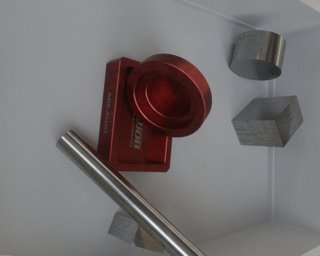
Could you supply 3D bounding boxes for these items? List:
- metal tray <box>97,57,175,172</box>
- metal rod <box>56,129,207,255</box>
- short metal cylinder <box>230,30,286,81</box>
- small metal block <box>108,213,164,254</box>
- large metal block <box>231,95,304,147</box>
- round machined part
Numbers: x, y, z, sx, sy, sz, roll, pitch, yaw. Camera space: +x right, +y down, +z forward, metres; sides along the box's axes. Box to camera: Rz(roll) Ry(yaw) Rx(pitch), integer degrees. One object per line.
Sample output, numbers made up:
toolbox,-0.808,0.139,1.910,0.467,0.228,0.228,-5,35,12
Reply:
metal tray,-0.026,-0.012,0.383,0.091,0.030,0.129,9,85,-40
metal rod,0.009,0.113,0.322,0.300,0.025,0.025,43,59,2
short metal cylinder,0.161,-0.117,0.509,0.080,0.080,0.050,23,76,-38
small metal block,-0.025,0.126,0.371,0.050,0.050,0.025,32,70,-36
large metal block,0.184,-0.012,0.528,0.080,0.080,0.050,-39,115,-33
round machined part,0.014,-0.040,0.358,0.042,0.098,0.098,-51,121,-44
